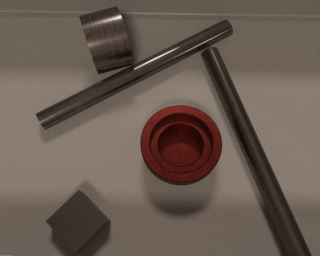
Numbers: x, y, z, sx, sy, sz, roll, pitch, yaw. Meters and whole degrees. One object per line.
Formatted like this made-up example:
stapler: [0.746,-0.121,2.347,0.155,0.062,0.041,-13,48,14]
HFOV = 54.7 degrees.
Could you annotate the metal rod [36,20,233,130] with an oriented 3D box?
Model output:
metal rod: [-0.028,-0.080,0.438,0.302,0.025,0.025,-29,73,-11]

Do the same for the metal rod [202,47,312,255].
metal rod: [0.119,0.024,0.402,0.025,0.025,0.299,-17,71,-6]

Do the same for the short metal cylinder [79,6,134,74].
short metal cylinder: [-0.072,-0.119,0.423,0.050,0.080,0.080,-18,71,-7]

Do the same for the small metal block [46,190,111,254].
small metal block: [-0.096,0.111,0.368,0.050,0.025,0.050,42,75,13]

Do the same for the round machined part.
round machined part: [0.026,0.024,0.392,0.099,0.042,0.098,0,70,-1]
